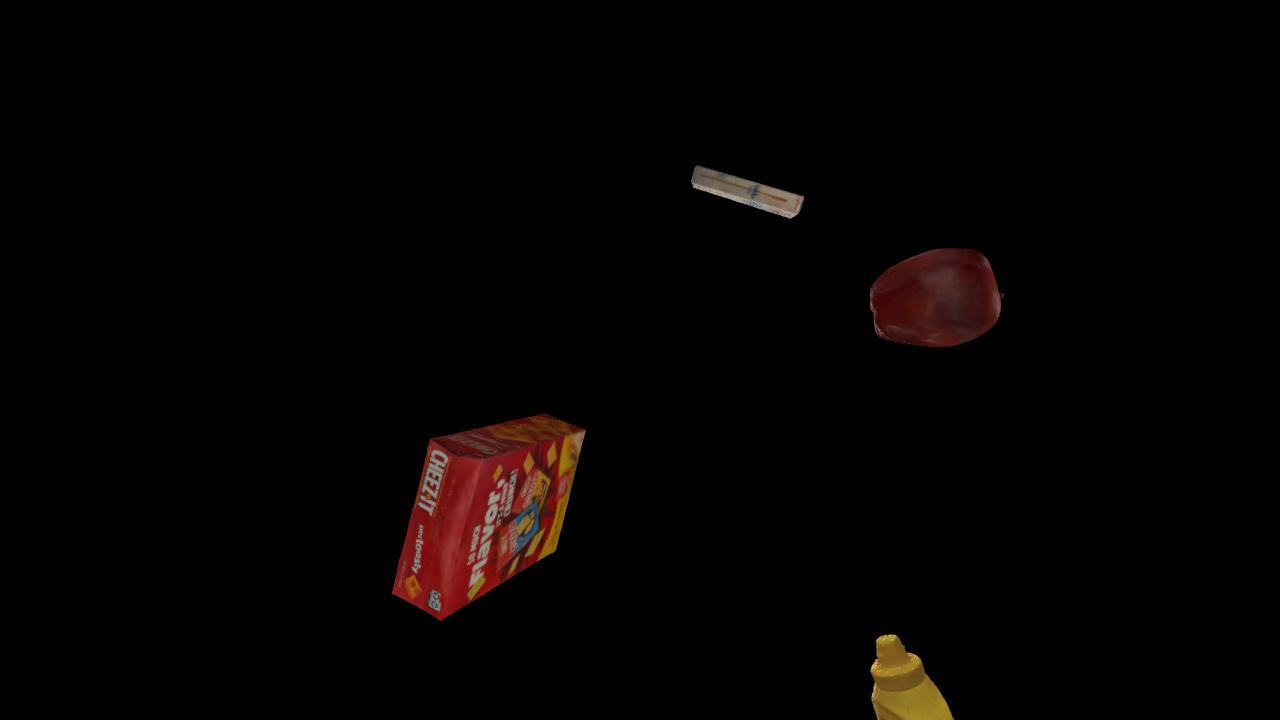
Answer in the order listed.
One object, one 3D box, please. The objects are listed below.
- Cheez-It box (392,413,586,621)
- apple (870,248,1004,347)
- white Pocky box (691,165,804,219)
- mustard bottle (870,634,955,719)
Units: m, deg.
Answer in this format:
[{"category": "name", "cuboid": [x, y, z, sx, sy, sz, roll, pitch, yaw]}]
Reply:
[{"category": "Cheez-It box", "cuboid": [-0.152, 0.156, 0.672, 0.071, 0.166, 0.223, 18, 8, 19]}, {"category": "apple", "cuboid": [0.227, -0.045, 0.473, 0.093, 0.079, 0.079, -9, -3, 19]}, {"category": "white Pocky box", "cuboid": [0.149, -0.237, 0.868, 0.154, 0.028, 0.084, 18, 11, 4]}, {"category": "mustard bottle", "cuboid": [0.236, 0.321, 0.510, 0.054, 0.184, 0.092, -16, -7, -6]}]
